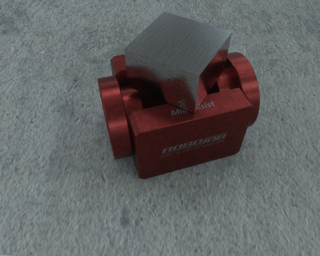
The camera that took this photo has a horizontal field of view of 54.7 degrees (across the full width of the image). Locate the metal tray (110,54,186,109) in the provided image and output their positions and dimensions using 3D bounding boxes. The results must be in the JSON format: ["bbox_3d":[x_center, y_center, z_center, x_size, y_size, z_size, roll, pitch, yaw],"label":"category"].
[{"bbox_3d":[0.005,-0.063,0.417,0.131,0.089,0.030,-14,52,-12],"label":"metal tray"}]

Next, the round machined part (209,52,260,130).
[{"bbox_3d":[0.083,-0.045,0.395,0.042,0.097,0.098,-12,51,-10],"label":"round machined part"}]

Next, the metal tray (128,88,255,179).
[{"bbox_3d":[0.034,0.008,0.354,0.131,0.089,0.030,-14,52,-12],"label":"metal tray"}]

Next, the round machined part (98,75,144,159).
[{"bbox_3d":[-0.043,-0.015,0.368,0.042,0.097,0.098,-12,51,-10],"label":"round machined part"}]

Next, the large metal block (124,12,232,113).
[{"bbox_3d":[0.020,-0.072,0.330,0.080,0.050,0.080,24,54,18],"label":"large metal block"}]
